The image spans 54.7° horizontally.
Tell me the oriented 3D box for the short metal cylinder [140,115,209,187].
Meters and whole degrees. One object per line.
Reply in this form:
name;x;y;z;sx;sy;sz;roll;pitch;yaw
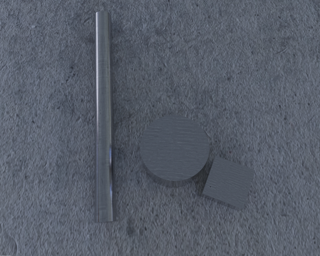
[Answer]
short metal cylinder;0.017;0.030;0.384;0.081;0.050;0.080;0;70;0

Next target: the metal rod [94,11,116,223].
metal rod;-0.075;-0.029;0.417;0.025;0.025;0.299;-4;70;-2

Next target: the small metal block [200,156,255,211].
small metal block;0.083;0.069;0.384;0.050;0.025;0.050;21;71;7
